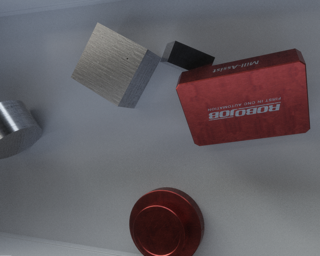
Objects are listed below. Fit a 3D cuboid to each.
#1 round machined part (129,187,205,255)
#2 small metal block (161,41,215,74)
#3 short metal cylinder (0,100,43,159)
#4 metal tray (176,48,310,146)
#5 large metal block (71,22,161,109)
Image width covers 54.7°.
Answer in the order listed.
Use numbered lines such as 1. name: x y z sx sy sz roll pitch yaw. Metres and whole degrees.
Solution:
1. round machined part: 0.005 0.129 0.399 0.098 0.042 0.097 0 90 19
2. small metal block: 0.032 -0.083 0.376 0.050 0.050 0.025 19 98 -13
3. short metal cylinder: -0.225 0.003 0.459 0.080 0.080 0.050 -39 78 15
4. metal tray: 0.093 -0.029 0.348 0.130 0.030 0.090 -9 125 19
5. large metal block: -0.058 -0.082 0.417 0.080 0.050 0.080 32 100 17
